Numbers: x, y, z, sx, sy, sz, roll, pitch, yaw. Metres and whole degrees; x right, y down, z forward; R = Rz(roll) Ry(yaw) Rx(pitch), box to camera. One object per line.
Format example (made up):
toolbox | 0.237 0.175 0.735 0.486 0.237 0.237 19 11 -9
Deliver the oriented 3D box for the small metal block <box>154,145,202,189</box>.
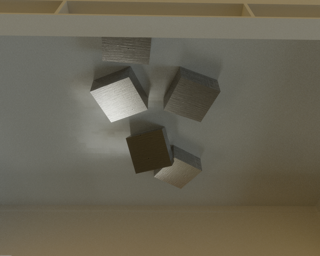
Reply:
small metal block | 0.026 0.059 0.459 0.050 0.025 0.050 28 125 -22

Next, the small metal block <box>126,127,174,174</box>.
small metal block | -0.013 0.030 0.419 0.050 0.025 0.050 -14 95 11

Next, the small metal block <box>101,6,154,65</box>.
small metal block | -0.034 -0.097 0.326 0.050 0.025 0.050 4 130 -4

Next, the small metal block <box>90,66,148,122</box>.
small metal block | -0.048 -0.040 0.375 0.050 0.025 0.050 -18 128 15

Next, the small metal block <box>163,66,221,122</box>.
small metal block | 0.037 -0.040 0.375 0.050 0.025 0.050 17 128 -15
